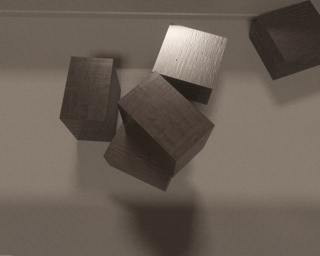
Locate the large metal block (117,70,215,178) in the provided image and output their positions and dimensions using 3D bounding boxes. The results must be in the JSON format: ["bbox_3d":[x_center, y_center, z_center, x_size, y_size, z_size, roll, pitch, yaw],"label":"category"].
[{"bbox_3d":[0.005,0.000,0.328,0.050,0.080,0.080,-42,76,-14],"label":"large metal block"}]

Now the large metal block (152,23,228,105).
[{"bbox_3d":[0.040,-0.088,0.429,0.080,0.050,0.080,17,71,6],"label":"large metal block"}]

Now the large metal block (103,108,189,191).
[{"bbox_3d":[-0.012,0.023,0.388,0.080,0.050,0.080,24,72,8],"label":"large metal block"}]

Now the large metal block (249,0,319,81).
[{"bbox_3d":[0.188,-0.125,0.445,0.081,0.050,0.080,-19,71,-7],"label":"large metal block"}]

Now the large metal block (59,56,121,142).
[{"bbox_3d":[-0.083,-0.033,0.391,0.050,0.080,0.080,4,70,1],"label":"large metal block"}]
